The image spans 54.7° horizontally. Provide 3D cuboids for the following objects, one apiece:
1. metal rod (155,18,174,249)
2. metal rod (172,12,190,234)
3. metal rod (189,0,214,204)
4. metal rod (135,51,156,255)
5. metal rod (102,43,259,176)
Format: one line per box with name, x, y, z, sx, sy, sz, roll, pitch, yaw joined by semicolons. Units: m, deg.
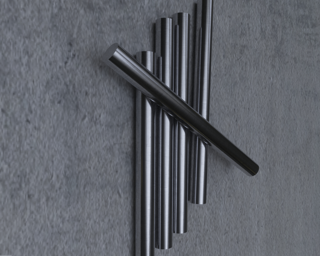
metal rod;0.005;0.007;0.411;0.025;0.025;0.298;1;90;-40
metal rod;0.028;-0.007;0.429;0.025;0.025;0.298;1;89;-40
metal rod;0.062;-0.040;0.458;0.025;0.025;0.298;4;88;-40
metal rod;-0.018;0.055;0.391;0.025;0.025;0.298;0;90;-40
metal rod;0.047;-0.007;0.412;0.301;0.025;0.025;36;68;-34
